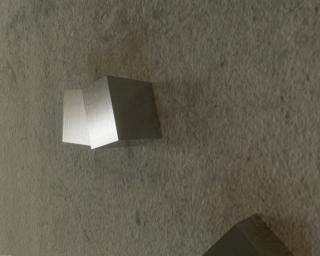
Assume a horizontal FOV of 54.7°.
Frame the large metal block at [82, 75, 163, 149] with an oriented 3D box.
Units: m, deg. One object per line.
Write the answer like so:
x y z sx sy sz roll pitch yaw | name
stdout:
-0.049 -0.018 0.407 0.050 0.081 0.080 -19 78 38 | large metal block

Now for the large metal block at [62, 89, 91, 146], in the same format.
-0.102 -0.017 0.470 0.080 0.050 0.079 4 92 39 | large metal block

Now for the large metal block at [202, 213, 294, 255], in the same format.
0.090 0.148 0.314 0.080 0.050 0.080 50 119 28 | large metal block
